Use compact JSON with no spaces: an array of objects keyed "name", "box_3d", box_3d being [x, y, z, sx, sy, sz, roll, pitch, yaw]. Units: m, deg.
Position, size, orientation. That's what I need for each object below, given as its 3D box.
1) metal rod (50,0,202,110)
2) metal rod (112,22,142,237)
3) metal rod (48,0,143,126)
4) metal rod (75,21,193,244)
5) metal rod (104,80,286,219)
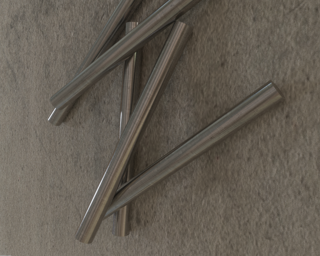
[{"name":"metal rod","box_3d":[-0.040,-0.109,0.405,0.300,0.025,0.025,-32,70,25]},{"name":"metal rod","box_3d":[-0.046,0.004,0.440,0.025,0.025,0.298,7,94,39]},{"name":"metal rod","box_3d":[-0.102,-0.111,0.486,0.299,0.025,0.025,-48,62,29]},{"name":"metal rod","box_3d":[-0.035,0.009,0.392,0.025,0.025,0.299,29,95,36]},{"name":"metal rod","box_3d":[0.011,0.044,0.374,0.299,0.025,0.025,-38,67,27]}]
